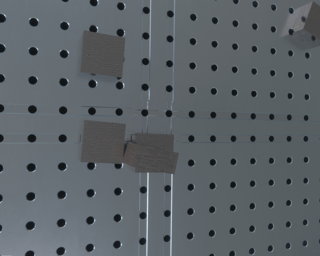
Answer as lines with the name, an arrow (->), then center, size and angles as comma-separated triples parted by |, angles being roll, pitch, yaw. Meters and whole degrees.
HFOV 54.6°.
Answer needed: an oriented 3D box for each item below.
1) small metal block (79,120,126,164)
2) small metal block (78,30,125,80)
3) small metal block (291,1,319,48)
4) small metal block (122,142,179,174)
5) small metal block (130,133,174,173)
small metal block -> -0.072, 0.017, 0.386 | 0.050, 0.025, 0.050 | 5, 88, -20
small metal block -> -0.073, -0.089, 0.386 | 0.050, 0.025, 0.050 | 5, 88, -20
small metal block -> 0.249, -0.167, 0.503 | 0.050, 0.025, 0.050 | 25, 82, -18
small metal block -> -0.013, 0.035, 0.368 | 0.050, 0.050, 0.025 | 13, 86, -20
small metal block -> -0.011, 0.032, 0.409 | 0.050, 0.025, 0.050 | 3, 89, -20
